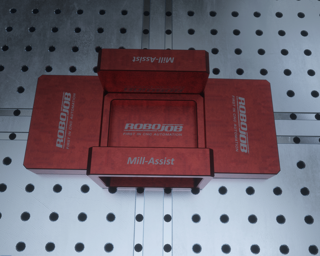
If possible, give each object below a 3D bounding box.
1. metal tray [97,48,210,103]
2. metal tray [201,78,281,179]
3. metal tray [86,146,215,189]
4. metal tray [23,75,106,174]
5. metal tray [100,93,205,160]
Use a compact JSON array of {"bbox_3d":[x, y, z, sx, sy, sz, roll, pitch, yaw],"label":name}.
[{"bbox_3d":[-0.008,-0.064,0.400,0.131,0.090,0.030,1,70,0],"label":"metal tray"},{"bbox_3d":[0.102,-0.001,0.409,0.091,0.030,0.130,1,70,-1],"label":"metal tray"},{"bbox_3d":[-0.010,0.049,0.358,0.131,0.090,0.030,1,70,0],"label":"metal tray"},{"bbox_3d":[-0.120,-0.006,0.409,0.091,0.030,0.130,1,70,0],"label":"metal tray"},{"bbox_3d":[-0.009,0.001,0.406,0.131,0.030,0.090,1,70,0],"label":"metal tray"}]
